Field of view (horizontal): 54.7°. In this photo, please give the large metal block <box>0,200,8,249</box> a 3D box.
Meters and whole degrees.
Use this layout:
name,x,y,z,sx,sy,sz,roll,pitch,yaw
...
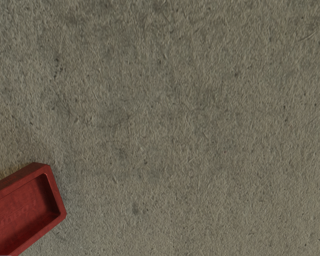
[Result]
name,x,y,z,sx,sy,sz,roll,pitch,yaw
large metal block,-0.235,0.148,0.429,0.050,0.080,0.080,-12,110,15

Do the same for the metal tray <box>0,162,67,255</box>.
name,x,y,z,sx,sy,sz,roll,pitch,yaw
metal tray,-0.189,0.112,0.396,0.030,0.131,0.089,3,114,34
